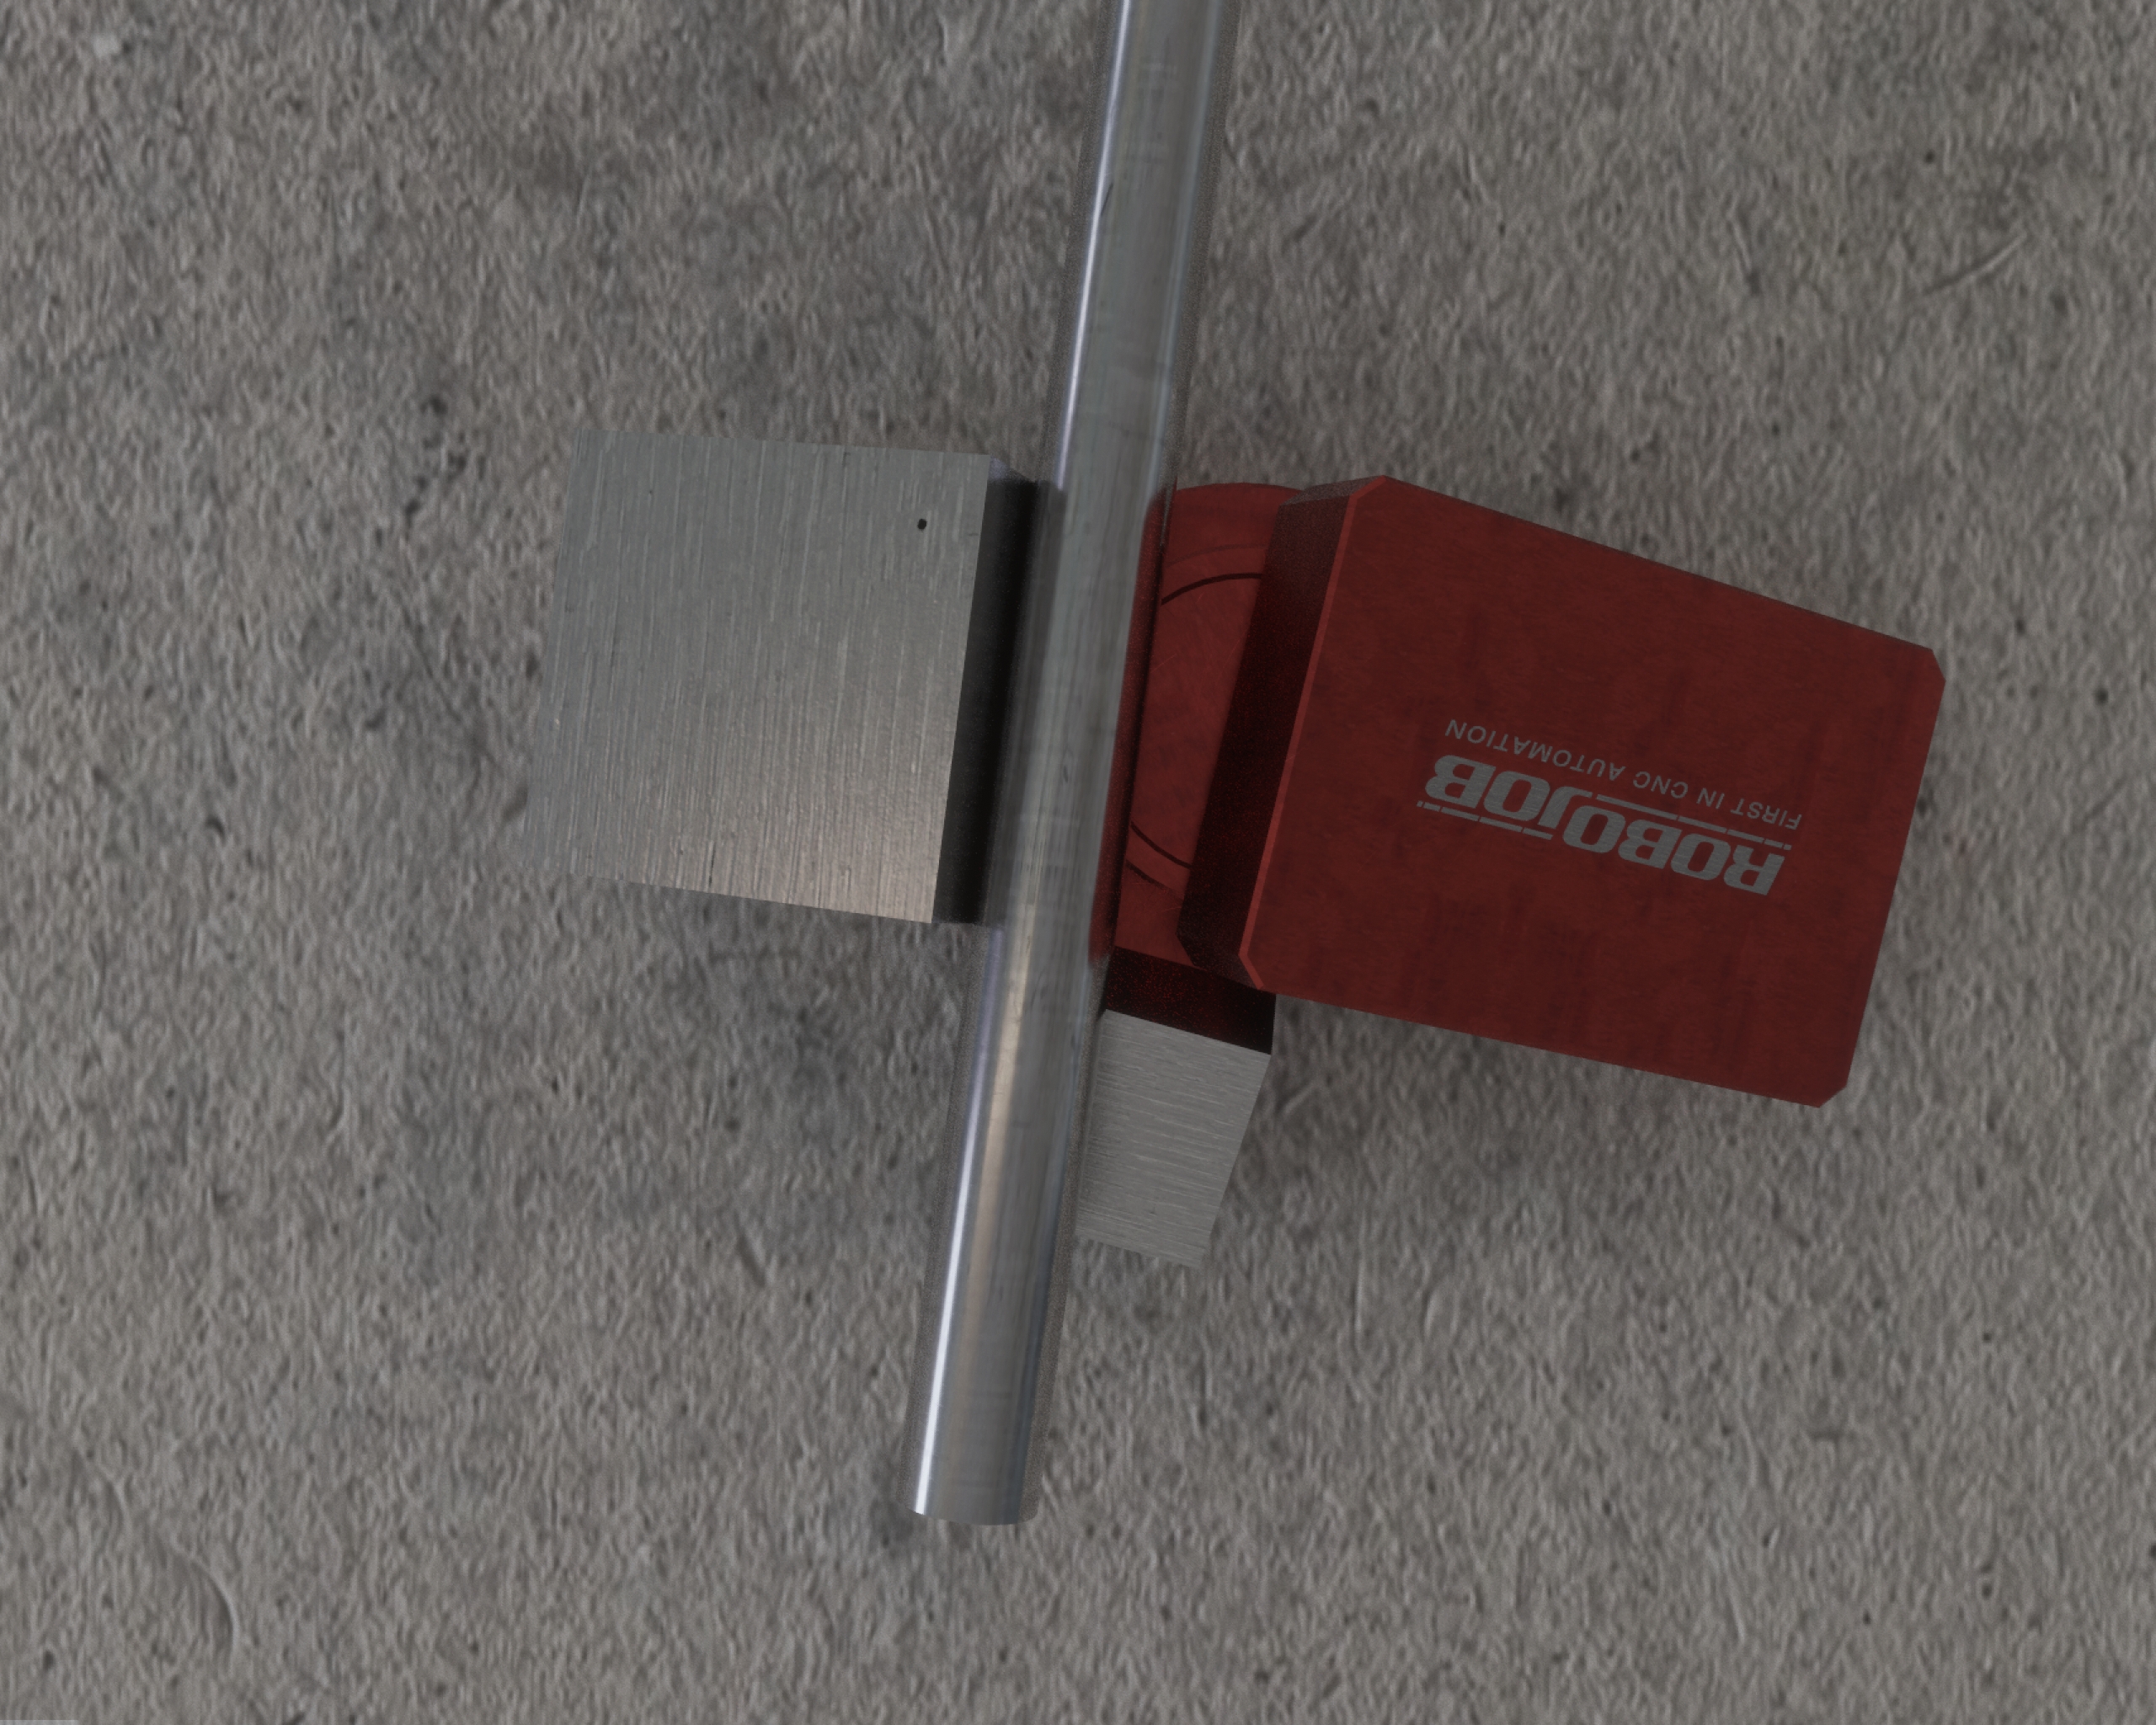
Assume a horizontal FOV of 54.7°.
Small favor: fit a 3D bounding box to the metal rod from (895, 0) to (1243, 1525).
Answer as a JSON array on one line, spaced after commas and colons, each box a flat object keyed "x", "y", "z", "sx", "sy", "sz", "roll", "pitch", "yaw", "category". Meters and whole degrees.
[{"x": 0.001, "y": -0.036, "z": 0.369, "sx": 0.025, "sy": 0.025, "sz": 0.298, "roll": 8, "pitch": 88, "yaw": 0, "category": "metal rod"}]

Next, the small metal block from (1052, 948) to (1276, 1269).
[{"x": 0.007, "y": 0.045, "z": 0.401, "sx": 0.050, "sy": 0.025, "sz": 0.050, "roll": 16, "pitch": 116, "yaw": 0, "category": "small metal block"}]

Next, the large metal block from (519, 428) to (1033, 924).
[{"x": -0.050, "y": -0.033, "z": 0.387, "sx": 0.080, "sy": 0.050, "sz": 0.080, "roll": 7, "pitch": 90, "yaw": 18, "category": "large metal block"}]

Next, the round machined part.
[{"x": 0.031, "y": -0.025, "z": 0.403, "sx": 0.099, "sy": 0.042, "sz": 0.097, "roll": 0, "pitch": 90, "yaw": 0, "category": "round machined part"}]

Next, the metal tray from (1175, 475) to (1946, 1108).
[{"x": 0.091, "y": -0.011, "z": 0.387, "sx": 0.131, "sy": 0.030, "sz": 0.089, "roll": 13, "pitch": 91, "yaw": -21, "category": "metal tray"}]
